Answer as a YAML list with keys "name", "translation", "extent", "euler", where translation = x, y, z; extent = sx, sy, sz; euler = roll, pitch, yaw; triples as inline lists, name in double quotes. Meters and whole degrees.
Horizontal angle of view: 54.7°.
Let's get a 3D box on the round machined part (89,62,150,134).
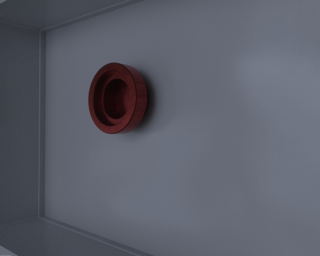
- name: "round machined part"
  translation: [-0.054, -0.041, 0.438]
  extent: [0.098, 0.042, 0.097]
  euler: [0, 90, 39]
